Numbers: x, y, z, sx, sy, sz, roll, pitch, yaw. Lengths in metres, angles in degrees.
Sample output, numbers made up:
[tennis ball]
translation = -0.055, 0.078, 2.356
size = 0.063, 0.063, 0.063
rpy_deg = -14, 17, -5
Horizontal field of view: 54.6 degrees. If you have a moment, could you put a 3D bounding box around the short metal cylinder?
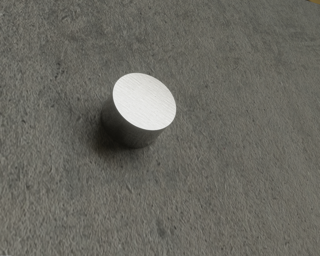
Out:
[short metal cylinder]
translation = -0.027, -0.021, 0.386
size = 0.081, 0.050, 0.080
rpy_deg = 13, 56, -21
